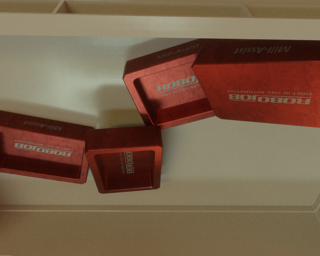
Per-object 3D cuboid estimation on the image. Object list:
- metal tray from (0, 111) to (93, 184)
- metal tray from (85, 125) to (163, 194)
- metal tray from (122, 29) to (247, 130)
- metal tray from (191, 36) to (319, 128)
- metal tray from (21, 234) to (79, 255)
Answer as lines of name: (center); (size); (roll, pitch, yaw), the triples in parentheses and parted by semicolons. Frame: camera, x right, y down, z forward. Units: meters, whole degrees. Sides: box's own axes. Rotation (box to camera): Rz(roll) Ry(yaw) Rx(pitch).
metal tray: (-0.162, 0.030, 0.428); (0.131, 0.030, 0.089); (10, 129, -10)
metal tray: (-0.045, 0.047, 0.417); (0.091, 0.030, 0.129); (-4, 146, -5)
metal tray: (0.034, -0.051, 0.362); (0.130, 0.030, 0.090); (-15, 129, 11)
metal tray: (0.106, -0.041, 0.297); (0.130, 0.030, 0.090); (7, 149, 35)
metal tray: (-0.235, 0.272, 0.637); (0.090, 0.030, 0.129); (26, 125, -21)
